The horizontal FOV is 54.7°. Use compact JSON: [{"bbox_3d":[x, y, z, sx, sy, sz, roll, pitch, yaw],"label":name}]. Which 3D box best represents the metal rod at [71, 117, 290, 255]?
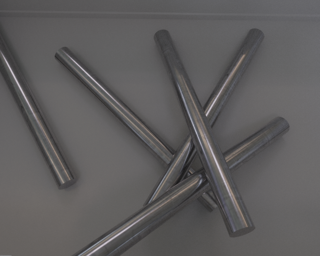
[{"bbox_3d":[0.044,0.060,0.343,0.302,0.025,0.025,-29,72,-28],"label":"metal rod"}]

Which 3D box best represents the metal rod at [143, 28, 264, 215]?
[{"bbox_3d":[0.068,-0.023,0.401,0.025,0.025,0.300,29,66,10],"label":"metal rod"}]

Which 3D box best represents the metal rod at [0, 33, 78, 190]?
[{"bbox_3d":[-0.192,-0.050,0.426,0.025,0.025,0.299,-30,73,-10],"label":"metal rod"}]

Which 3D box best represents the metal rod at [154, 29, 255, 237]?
[{"bbox_3d":[0.039,-0.020,0.373,0.025,0.025,0.299,-14,54,-5],"label":"metal rod"}]

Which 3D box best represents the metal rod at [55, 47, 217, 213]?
[{"bbox_3d":[-0.036,-0.007,0.411,0.025,0.025,0.300,-43,76,-14],"label":"metal rod"}]
